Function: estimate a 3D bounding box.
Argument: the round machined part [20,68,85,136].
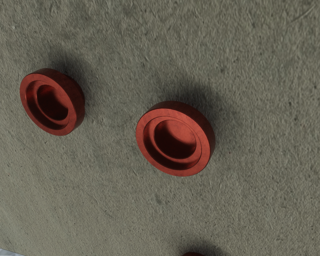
[{"bbox_3d":[-0.149,-0.041,0.450,0.098,0.042,0.097,13,124,21],"label":"round machined part"}]

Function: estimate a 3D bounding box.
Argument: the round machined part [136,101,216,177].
[{"bbox_3d":[0.022,0.010,0.390,0.098,0.042,0.097,13,124,21],"label":"round machined part"}]

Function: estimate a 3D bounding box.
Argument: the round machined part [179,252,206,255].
[{"bbox_3d":[0.060,0.248,0.518,0.098,0.042,0.097,13,124,21],"label":"round machined part"}]
